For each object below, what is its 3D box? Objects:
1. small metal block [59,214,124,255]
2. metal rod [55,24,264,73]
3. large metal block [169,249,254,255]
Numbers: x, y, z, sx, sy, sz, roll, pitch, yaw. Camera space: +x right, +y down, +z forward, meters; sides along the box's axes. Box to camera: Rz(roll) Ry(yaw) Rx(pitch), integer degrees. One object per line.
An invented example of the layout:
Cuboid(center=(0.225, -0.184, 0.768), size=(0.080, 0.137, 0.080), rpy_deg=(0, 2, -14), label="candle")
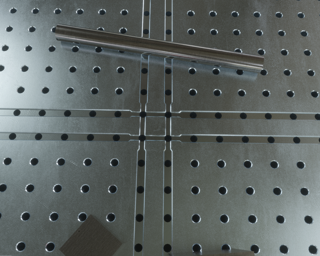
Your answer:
Cuboid(center=(-0.078, 0.138, 0.360), size=(0.050, 0.025, 0.050), rpy_deg=(38, 74, 12), label="small metal block")
Cuboid(center=(-0.002, -0.117, 0.454), size=(0.302, 0.025, 0.025), rpy_deg=(10, 70, 3), label="metal rod")
Cuboid(center=(0.052, 0.158, 0.326), size=(0.081, 0.080, 0.050), rpy_deg=(-3, 70, -2), label="large metal block")
